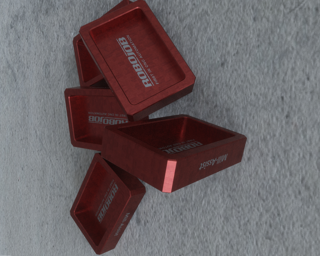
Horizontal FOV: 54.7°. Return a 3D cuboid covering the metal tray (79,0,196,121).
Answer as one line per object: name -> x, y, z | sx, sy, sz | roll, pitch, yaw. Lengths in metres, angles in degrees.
metal tray -> -0.028, -0.083, 0.377 | 0.090, 0.030, 0.130 | -29, 77, -9

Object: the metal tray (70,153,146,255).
metal tray -> -0.082, 0.111, 0.463 | 0.090, 0.030, 0.129 | 43, 118, 31

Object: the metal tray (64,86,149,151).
metal tray -> -0.077, -0.013, 0.441 | 0.130, 0.030, 0.089 | 5, 106, 33

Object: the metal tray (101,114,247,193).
metal tray -> 0.018, 0.018, 0.318 | 0.090, 0.131, 0.030 | 23, 112, 37

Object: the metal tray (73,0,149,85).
metal tray -> -0.074, -0.117, 0.460 | 0.130, 0.030, 0.090 | -19, 78, 38
